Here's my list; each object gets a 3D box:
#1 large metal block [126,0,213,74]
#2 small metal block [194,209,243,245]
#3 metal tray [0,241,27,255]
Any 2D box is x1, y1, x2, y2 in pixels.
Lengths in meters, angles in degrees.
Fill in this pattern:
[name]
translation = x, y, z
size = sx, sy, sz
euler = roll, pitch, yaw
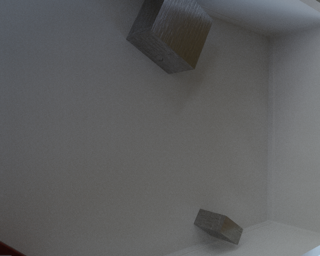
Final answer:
[large metal block]
translation = 0.015, -0.129, 0.404
size = 0.080, 0.050, 0.080
euler = 34, 69, -35
[small metal block]
translation = 0.088, 0.149, 0.468
size = 0.050, 0.050, 0.025
euler = 42, 65, -33
[metal tray]
translation = -0.114, 0.124, 0.244
size = 0.090, 0.130, 0.030
euler = 49, 61, -30
